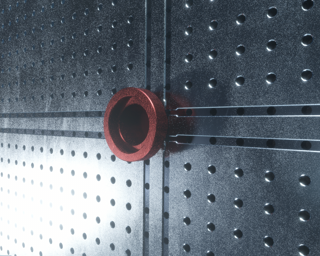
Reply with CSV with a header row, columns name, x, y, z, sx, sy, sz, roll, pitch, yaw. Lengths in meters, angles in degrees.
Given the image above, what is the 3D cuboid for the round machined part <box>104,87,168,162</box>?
name,x,y,z,sx,sy,sz,roll,pitch,yaw
round machined part,-0.028,-0.005,0.420,0.098,0.042,0.097,0,90,39
